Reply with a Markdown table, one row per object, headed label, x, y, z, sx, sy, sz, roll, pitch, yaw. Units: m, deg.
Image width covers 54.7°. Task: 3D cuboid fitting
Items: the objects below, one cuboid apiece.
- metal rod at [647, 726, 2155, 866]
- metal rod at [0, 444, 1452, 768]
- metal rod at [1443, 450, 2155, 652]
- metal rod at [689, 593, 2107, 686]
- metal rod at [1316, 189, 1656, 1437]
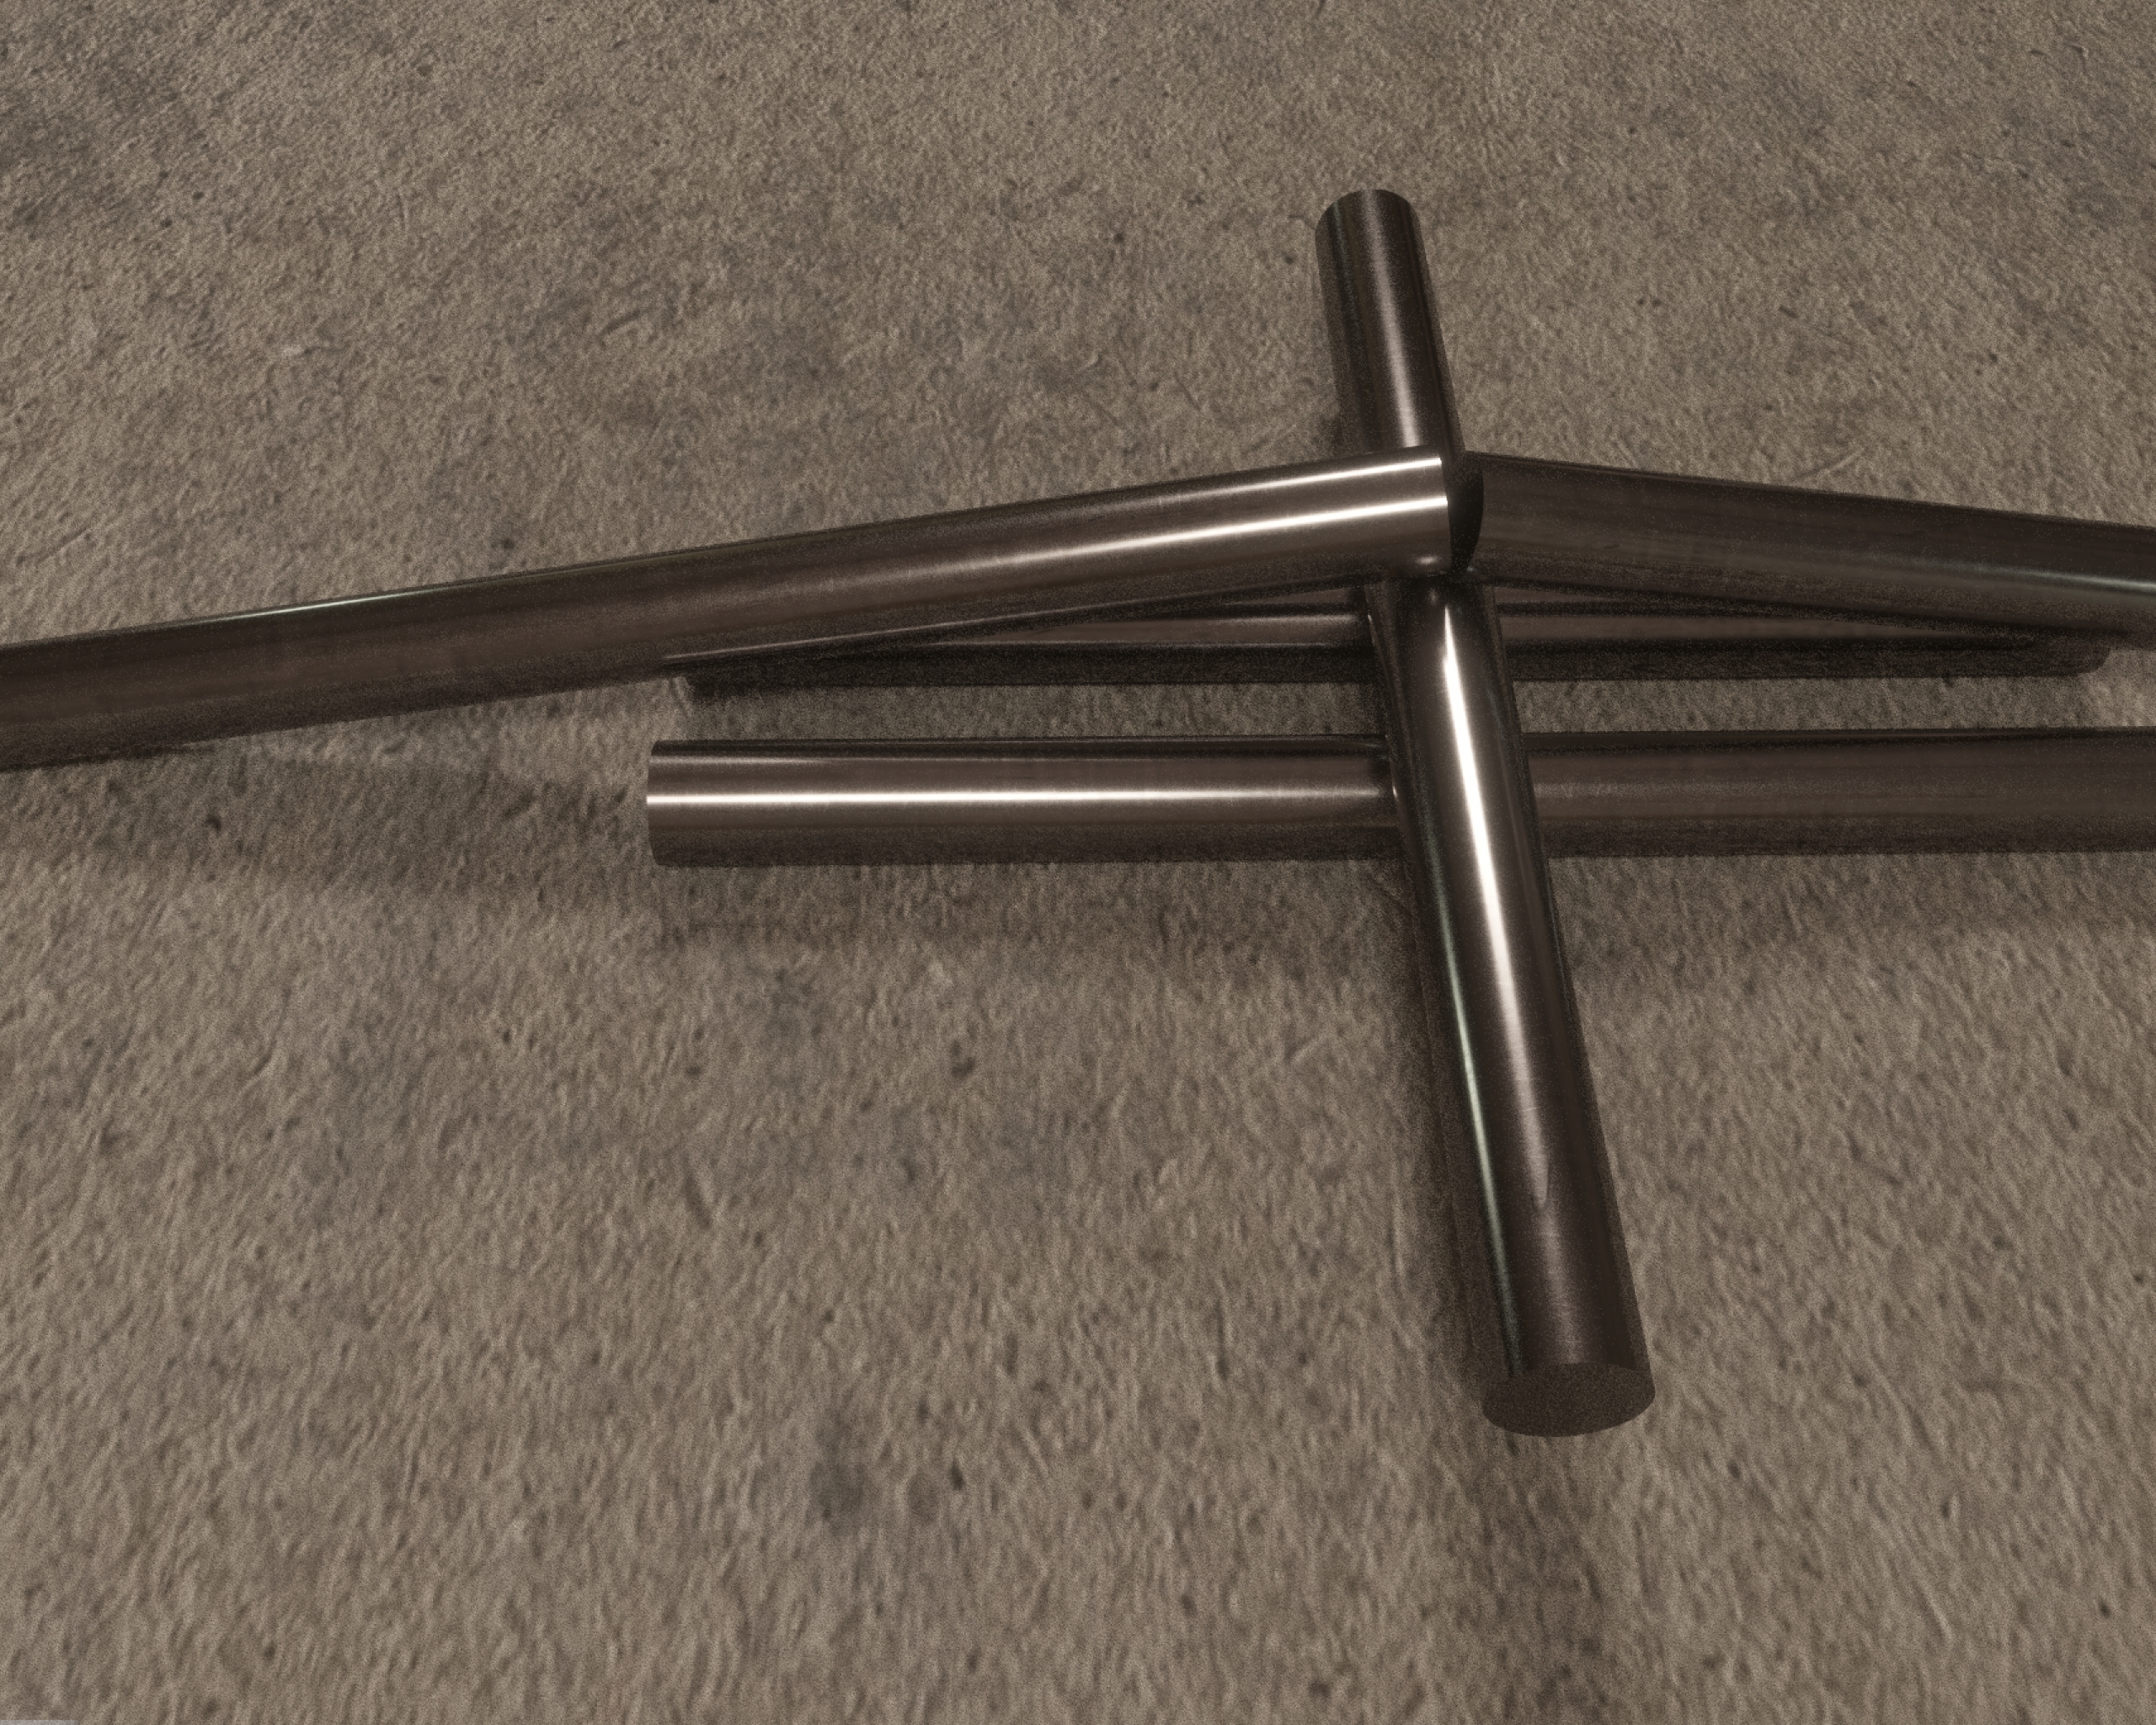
| label | x | y | z | sx | sy | sz | roll | pitch | yaw |
| --- | --- | --- | --- | --- | --- | --- | --- | --- | --- |
| metal rod | 0.068 | -0.013 | 0.416 | 0.302 | 0.025 | 0.025 | -1 | 50 | -1 |
| metal rod | -0.080 | -0.049 | 0.412 | 0.302 | 0.025 | 0.025 | -7 | 50 | 6 |
| metal rod | 0.221 | -0.055 | 0.421 | 0.302 | 0.025 | 0.025 | 4 | 50 | -10 |
| metal rod | 0.068 | -0.052 | 0.448 | 0.302 | 0.025 | 0.025 | -1 | 50 | -1 |
| metal rod | 0.071 | -0.036 | 0.403 | 0.025 | 0.025 | 0.300 | 0 | 50 | -1 |
